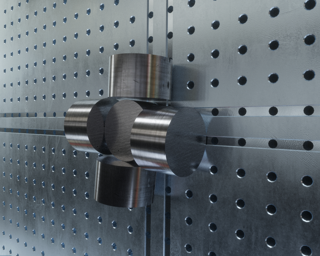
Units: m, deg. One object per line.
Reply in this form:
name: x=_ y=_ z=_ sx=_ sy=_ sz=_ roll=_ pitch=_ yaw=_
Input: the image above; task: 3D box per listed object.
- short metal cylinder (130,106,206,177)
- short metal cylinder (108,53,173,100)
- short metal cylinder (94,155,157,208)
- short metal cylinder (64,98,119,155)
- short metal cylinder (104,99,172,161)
short metal cylinder: x=0.012 y=0.014 z=0.364 sx=0.050 sy=0.081 sz=0.079 roll=5 pitch=93 yaw=39
short metal cylinder: x=-0.025 y=-0.062 z=0.394 sx=0.080 sy=0.081 sz=0.050 roll=4 pitch=92 yaw=40
short metal cylinder: x=-0.045 y=0.068 z=0.409 sx=0.080 sy=0.081 sz=0.050 roll=8 pitch=95 yaw=39
short metal cylinder: x=-0.089 y=-0.003 z=0.447 sx=0.050 sy=0.081 sz=0.079 roll=2 pitch=92 yaw=39
short metal cylinder: x=-0.029 y=0.003 z=0.418 sx=0.080 sy=0.050 sz=0.080 roll=0 pitch=90 yaw=38
